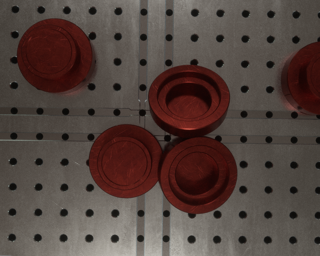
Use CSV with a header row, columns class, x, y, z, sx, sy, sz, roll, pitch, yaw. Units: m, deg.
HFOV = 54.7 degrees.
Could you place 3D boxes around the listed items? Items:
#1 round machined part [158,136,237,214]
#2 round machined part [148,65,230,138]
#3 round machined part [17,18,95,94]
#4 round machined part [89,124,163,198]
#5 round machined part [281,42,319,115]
class,x,y,z,sx,sy,sz,roll,pitch,yaw
round machined part,0.045,0.057,0.401,0.099,0.042,0.097,-1,95,-8
round machined part,0.036,-0.030,0.391,0.099,0.042,0.098,-1,59,2
round machined part,-0.137,-0.095,0.403,0.099,0.042,0.097,0,90,-1
round machined part,-0.044,0.043,0.404,0.099,0.042,0.097,0,90,-1
round machined part,0.217,-0.066,0.408,0.099,0.042,0.097,0,90,-1
